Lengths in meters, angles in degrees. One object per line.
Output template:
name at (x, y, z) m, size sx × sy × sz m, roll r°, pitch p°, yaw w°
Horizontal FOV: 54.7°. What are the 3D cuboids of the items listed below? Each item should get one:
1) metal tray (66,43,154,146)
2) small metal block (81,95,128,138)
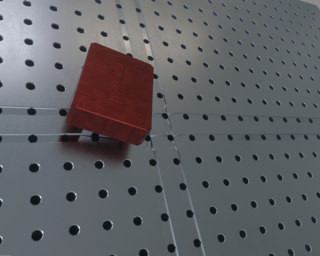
metal tray at (-0.056, -0.046, 0.386) m, size 0.091 × 0.030 × 0.130 m, roll 19°, pitch 43°, yaw -18°
small metal block at (-0.069, -0.017, 0.382) m, size 0.050 × 0.025 × 0.050 m, roll 8°, pitch 58°, yaw -24°
